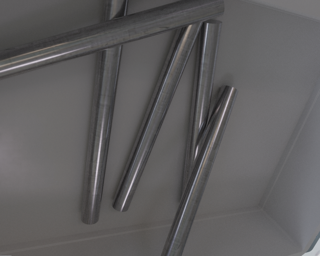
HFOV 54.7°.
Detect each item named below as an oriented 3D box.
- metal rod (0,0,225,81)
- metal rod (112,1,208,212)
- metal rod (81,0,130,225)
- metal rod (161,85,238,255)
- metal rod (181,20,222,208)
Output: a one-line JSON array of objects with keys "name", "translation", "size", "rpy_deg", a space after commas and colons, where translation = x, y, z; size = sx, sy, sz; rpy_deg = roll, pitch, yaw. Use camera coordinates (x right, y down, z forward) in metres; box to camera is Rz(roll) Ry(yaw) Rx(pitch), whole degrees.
[{"name": "metal rod", "translation": [-0.083, -0.077, 0.289], "size": [0.302, 0.025, 0.025], "rpy_deg": [-19, 126, -8]}, {"name": "metal rod", "translation": [-0.005, -0.017, 0.394], "size": [0.025, 0.025, 0.298], "rpy_deg": [8, 114, -32]}, {"name": "metal rod", "translation": [-0.069, -0.005, 0.367], "size": [0.025, 0.025, 0.298], "rpy_deg": [-2, 120, -27]}, {"name": "metal rod", "translation": [0.044, 0.084, 0.408], "size": [0.025, 0.025, 0.299], "rpy_deg": [28, 79, -37]}, {"name": "metal rod", "translation": [0.053, 0.003, 0.439], "size": [0.025, 0.025, 0.298], "rpy_deg": [-11, 123, -23]}]
